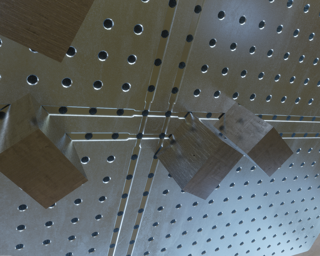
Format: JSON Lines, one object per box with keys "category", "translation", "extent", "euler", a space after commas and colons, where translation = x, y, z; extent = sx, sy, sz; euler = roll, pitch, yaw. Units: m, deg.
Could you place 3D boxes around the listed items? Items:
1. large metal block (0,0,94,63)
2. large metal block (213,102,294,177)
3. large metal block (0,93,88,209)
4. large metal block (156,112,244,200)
{"category": "large metal block", "translation": [-0.108, -0.115, 0.265], "extent": [0.080, 0.050, 0.080], "euler": [23, 106, -37]}
{"category": "large metal block", "translation": [0.140, 0.017, 0.465], "extent": [0.050, 0.080, 0.080], "euler": [-47, 130, 5]}
{"category": "large metal block", "translation": [-0.127, 0.022, 0.321], "extent": [0.050, 0.080, 0.080], "euler": [-34, 129, -6]}
{"category": "large metal block", "translation": [0.052, 0.038, 0.430], "extent": [0.050, 0.080, 0.080], "euler": [31, 101, -38]}
